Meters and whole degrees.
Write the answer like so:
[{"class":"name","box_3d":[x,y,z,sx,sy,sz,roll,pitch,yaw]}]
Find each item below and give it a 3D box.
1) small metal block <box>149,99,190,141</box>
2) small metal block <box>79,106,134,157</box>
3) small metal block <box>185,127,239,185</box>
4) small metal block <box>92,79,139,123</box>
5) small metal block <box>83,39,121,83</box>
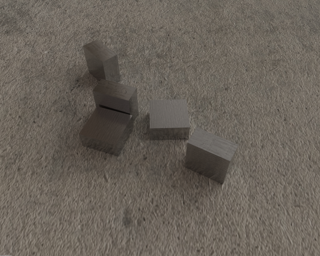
[{"class":"small metal block","box_3d":[0.012,-0.011,0.413,0.050,0.025,0.050,-1,50,-2]},{"class":"small metal block","box_3d":[-0.068,0.004,0.400,0.050,0.025,0.050,15,52,12]},{"class":"small metal block","box_3d":[0.058,0.033,0.359,0.050,0.050,0.025,24,54,18]},{"class":"small metal block","box_3d":[-0.058,-0.034,0.415,0.050,0.050,0.025,16,52,13]},{"class":"small metal block","box_3d":[-0.087,-0.097,0.468,0.025,0.050,0.050,-35,58,-25]}]
